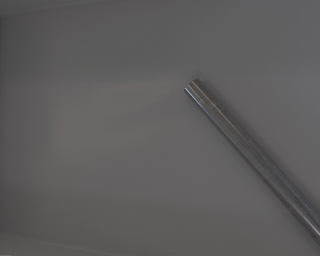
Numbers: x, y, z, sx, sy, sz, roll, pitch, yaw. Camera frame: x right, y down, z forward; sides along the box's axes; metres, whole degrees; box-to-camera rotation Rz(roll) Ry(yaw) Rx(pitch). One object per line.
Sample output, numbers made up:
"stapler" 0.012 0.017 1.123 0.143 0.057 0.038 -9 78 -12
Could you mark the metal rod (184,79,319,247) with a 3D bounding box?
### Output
"metal rod" 0.133 0.058 0.363 0.025 0.025 0.300 -43 77 15
